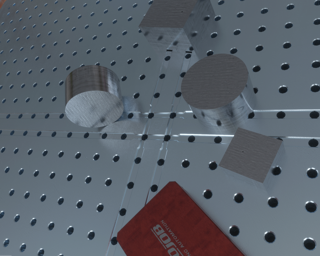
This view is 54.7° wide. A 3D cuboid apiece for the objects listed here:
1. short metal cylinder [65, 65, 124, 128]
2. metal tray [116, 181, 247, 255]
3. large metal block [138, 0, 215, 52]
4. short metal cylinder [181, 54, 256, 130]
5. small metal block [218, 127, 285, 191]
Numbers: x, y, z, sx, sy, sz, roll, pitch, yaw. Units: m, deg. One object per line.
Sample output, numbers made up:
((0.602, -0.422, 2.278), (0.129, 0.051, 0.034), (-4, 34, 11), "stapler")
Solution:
((-0.096, -0.045, 0.451), (0.080, 0.080, 0.050), (-24, 53, 14), "short metal cylinder")
((0.025, 0.129, 0.313), (0.090, 0.030, 0.130), (-44, 51, -3), "metal tray")
((0.027, -0.169, 0.482), (0.080, 0.050, 0.080), (14, 69, 34), "large metal block")
((0.073, -0.044, 0.381), (0.080, 0.050, 0.080), (-13, 56, 21), "short metal cylinder")
((0.100, 0.033, 0.336), (0.050, 0.025, 0.050), (20, 72, 35), "small metal block")
